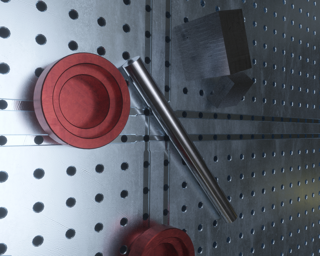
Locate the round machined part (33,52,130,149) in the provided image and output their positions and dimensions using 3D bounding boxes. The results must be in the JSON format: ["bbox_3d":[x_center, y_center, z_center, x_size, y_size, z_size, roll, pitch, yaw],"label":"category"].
[{"bbox_3d":[-0.084,-0.027,0.328,0.099,0.042,0.097,0,90,-40],"label":"round machined part"}]

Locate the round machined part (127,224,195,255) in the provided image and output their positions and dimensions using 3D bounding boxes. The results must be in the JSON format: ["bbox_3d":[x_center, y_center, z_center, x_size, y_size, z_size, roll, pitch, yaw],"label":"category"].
[{"bbox_3d":[-0.004,0.172,0.395,0.099,0.042,0.097,0,90,-40],"label":"round machined part"}]

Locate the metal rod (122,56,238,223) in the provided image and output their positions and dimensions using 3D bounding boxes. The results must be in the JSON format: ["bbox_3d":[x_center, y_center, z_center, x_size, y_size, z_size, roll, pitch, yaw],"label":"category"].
[{"bbox_3d":[0.040,0.032,0.442,0.025,0.025,0.299,-48,119,-29],"label":"metal rod"}]

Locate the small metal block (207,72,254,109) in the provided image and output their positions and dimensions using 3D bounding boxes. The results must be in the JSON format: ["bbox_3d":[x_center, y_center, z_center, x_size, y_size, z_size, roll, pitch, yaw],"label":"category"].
[{"bbox_3d":[0.110,-0.059,0.483,0.050,0.050,0.025,-10,52,-40],"label":"small metal block"}]

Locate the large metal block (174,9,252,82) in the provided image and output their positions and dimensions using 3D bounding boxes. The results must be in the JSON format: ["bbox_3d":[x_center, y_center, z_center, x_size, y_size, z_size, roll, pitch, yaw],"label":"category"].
[{"bbox_3d":[0.074,-0.114,0.435,0.050,0.080,0.080,-22,104,-38],"label":"large metal block"}]
